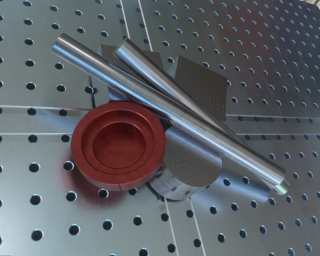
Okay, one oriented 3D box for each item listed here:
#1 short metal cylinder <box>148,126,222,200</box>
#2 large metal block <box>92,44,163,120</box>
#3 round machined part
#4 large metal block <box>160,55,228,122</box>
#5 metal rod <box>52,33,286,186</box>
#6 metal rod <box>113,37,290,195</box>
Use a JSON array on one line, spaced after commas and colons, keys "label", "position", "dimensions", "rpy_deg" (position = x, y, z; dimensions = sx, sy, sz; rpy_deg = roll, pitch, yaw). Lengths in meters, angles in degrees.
[{"label": "short metal cylinder", "position": [0.027, 0.041, 0.376], "dimensions": [0.081, 0.050, 0.080], "rpy_deg": [14, 56, -21]}, {"label": "large metal block", "position": [-0.039, -0.054, 0.396], "dimensions": [0.081, 0.050, 0.080], "rpy_deg": [1, 61, -28]}, {"label": "round machined part", "position": [-0.044, 0.023, 0.341], "dimensions": [0.099, 0.042, 0.098], "rpy_deg": [1, 61, -1]}, {"label": "large metal block", "position": [0.046, -0.044, 0.437], "dimensions": [0.080, 0.050, 0.080], "rpy_deg": [22, 54, -15]}, {"label": "metal rod", "position": [0.019, -0.015, 0.357], "dimensions": [0.301, 0.025, 0.025], "rpy_deg": [31, 52, -10]}, {"label": "metal rod", "position": [0.066, -0.002, 0.392], "dimensions": [0.301, 0.025, 0.025], "rpy_deg": [39, 50, -21]}]
